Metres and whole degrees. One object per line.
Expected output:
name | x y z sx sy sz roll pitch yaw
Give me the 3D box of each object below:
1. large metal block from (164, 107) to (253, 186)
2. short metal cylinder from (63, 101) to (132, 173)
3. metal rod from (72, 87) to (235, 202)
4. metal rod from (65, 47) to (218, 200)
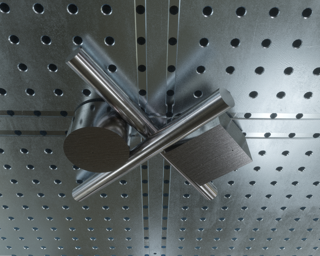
large metal block | 0.062 0.022 0.408 0.080 0.050 0.080 -31 124 23
short metal cylinder | -0.078 0.013 0.400 0.081 0.050 0.079 0 130 0
metal rod | -0.030 0.037 0.410 0.025 0.025 0.299 35 130 -26
metal rod | -0.006 0.012 0.416 0.025 0.025 0.300 -29 125 22
